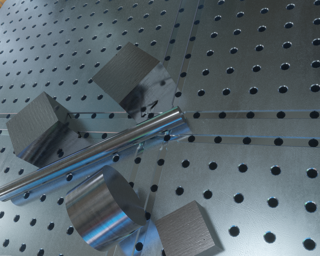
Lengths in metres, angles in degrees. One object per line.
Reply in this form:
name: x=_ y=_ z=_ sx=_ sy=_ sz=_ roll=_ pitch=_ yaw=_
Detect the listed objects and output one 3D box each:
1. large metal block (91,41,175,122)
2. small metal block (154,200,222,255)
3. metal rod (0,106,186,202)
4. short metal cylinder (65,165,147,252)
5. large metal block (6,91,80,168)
large metal block: x=-0.040 y=-0.069 z=0.456 sx=0.080 sy=0.050 sz=0.080 roll=-46 pitch=51 yaw=-4
small metal block: x=0.029 y=0.112 z=0.324 sx=0.050 sy=0.025 sz=0.050 roll=-31 pitch=52 yaw=8
metal rod: x=-0.106 y=0.041 z=0.438 sx=0.301 sy=0.025 sz=0.025 roll=-24 pitch=53 yaw=13
short metal cylinder: x=-0.059 y=0.089 z=0.350 sx=0.050 sy=0.080 sz=0.080 roll=-36 pitch=51 yaw=5
large metal block: x=-0.185 y=0.002 z=0.488 sx=0.080 sy=0.050 sz=0.080 roll=-40 pitch=51 yaw=1
